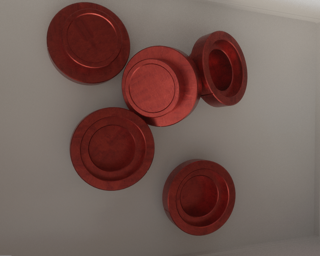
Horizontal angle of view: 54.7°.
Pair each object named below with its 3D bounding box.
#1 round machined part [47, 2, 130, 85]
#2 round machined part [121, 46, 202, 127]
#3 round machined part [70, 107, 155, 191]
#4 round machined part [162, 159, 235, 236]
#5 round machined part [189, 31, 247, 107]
[{"bbox_3d":[-0.083,-0.102,0.370,0.099,0.042,0.097,0,90,-20],"label":"round machined part"},{"bbox_3d":[-0.003,-0.049,0.372,0.098,0.042,0.097,4,102,20],"label":"round machined part"},{"bbox_3d":[-0.059,0.024,0.378,0.099,0.042,0.097,-1,92,-19],"label":"round machined part"},{"bbox_3d":[0.049,0.090,0.419,0.099,0.042,0.097,0,90,-20],"label":"round machined part"},{"bbox_3d":[0.072,-0.076,0.416,0.099,0.042,0.097,5,82,-43],"label":"round machined part"}]
